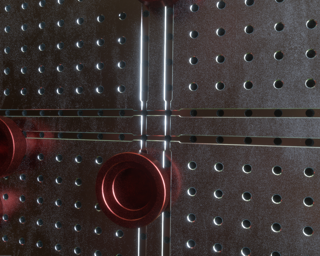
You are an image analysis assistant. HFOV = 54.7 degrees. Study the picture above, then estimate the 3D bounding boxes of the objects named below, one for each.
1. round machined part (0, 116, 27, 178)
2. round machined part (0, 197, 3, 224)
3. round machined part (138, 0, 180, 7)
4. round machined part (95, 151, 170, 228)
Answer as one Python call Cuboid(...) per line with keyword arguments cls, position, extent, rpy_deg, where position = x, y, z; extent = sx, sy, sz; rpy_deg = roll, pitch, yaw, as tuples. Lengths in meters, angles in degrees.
Cuboid(cls="round machined part", position=(-0.254, 0.029, 0.491), extent=(0.098, 0.042, 0.097), rpy_deg=(0, 90, 19))
Cuboid(cls="round machined part", position=(-0.315, 0.138, 0.512), extent=(0.098, 0.042, 0.097), rpy_deg=(0, 90, 19))
Cuboid(cls="round machined part", position=(0.003, -0.205, 0.402), extent=(0.098, 0.042, 0.097), rpy_deg=(0, 90, 19))
Cuboid(cls="round machined part", position=(-0.033, 0.079, 0.414), extent=(0.098, 0.042, 0.097), rpy_deg=(0, 90, 19))
